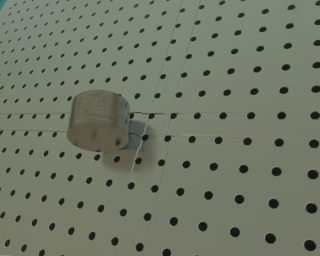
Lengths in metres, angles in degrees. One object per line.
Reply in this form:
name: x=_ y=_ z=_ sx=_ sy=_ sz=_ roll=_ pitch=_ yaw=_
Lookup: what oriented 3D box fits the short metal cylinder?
short metal cylinder: x=-0.082 y=-0.007 z=0.422 sx=0.080 sy=0.080 sz=0.050 roll=-14 pitch=56 yaw=20
